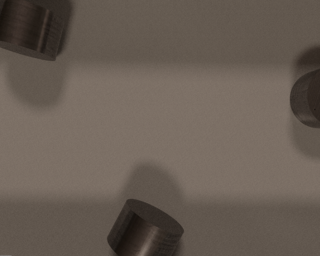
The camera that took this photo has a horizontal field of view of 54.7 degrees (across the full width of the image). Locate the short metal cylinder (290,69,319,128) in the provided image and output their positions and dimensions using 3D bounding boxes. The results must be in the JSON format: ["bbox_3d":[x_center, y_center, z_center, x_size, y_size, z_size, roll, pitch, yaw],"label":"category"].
[{"bbox_3d":[0.219,-0.039,0.402,0.081,0.050,0.079,0,90,-1],"label":"short metal cylinder"}]

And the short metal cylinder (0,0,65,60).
[{"bbox_3d":[-0.164,-0.119,0.382,0.080,0.080,0.050,14,90,-1],"label":"short metal cylinder"}]

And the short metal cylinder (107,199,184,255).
[{"bbox_3d":[-0.018,0.131,0.384,0.080,0.080,0.050,28,90,-1],"label":"short metal cylinder"}]
